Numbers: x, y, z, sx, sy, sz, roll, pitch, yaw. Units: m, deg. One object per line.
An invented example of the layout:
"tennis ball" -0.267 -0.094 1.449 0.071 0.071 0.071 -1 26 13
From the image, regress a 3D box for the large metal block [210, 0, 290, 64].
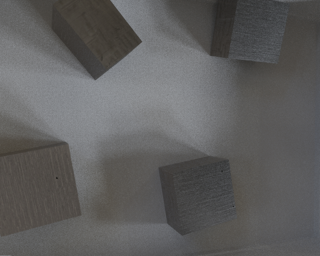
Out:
"large metal block" 0.123 -0.136 0.432 0.081 0.050 0.079 1 106 -20

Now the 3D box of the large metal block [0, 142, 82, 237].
"large metal block" -0.138 0.063 0.346 0.081 0.050 0.080 -11 94 -20

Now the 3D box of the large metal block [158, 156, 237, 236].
"large metal block" 0.050 0.087 0.416 0.081 0.050 0.080 -10 94 -20

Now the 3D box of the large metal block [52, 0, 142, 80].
"large metal block" -0.075 -0.106 0.353 0.050 0.080 0.080 -43 104 -15
